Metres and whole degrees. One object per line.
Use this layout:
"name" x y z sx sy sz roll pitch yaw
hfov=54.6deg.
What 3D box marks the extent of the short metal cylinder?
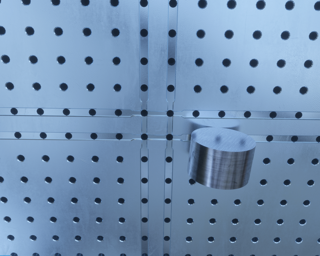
"short metal cylinder" 0.078 0.036 0.398 0.080 0.080 0.050 4 110 -2
